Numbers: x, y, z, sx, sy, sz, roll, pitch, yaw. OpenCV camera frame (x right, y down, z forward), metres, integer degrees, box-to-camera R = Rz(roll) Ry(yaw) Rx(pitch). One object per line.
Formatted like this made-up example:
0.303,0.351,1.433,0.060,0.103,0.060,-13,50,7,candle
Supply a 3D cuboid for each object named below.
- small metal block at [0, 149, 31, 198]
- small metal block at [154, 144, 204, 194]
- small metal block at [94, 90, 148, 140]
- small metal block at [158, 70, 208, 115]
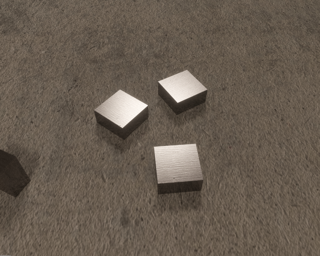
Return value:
-0.181,0.046,0.346,0.050,0.050,0.025,20,53,16,small metal block
0.020,0.048,0.364,0.050,0.025,0.050,-4,50,-4,small metal block
-0.051,-0.019,0.418,0.050,0.025,0.050,31,56,23,small metal block
0.032,-0.052,0.448,0.050,0.025,0.050,-25,55,-20,small metal block
